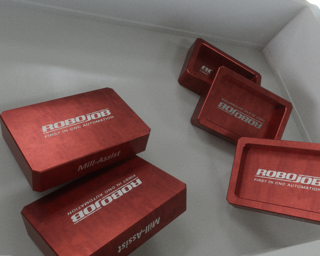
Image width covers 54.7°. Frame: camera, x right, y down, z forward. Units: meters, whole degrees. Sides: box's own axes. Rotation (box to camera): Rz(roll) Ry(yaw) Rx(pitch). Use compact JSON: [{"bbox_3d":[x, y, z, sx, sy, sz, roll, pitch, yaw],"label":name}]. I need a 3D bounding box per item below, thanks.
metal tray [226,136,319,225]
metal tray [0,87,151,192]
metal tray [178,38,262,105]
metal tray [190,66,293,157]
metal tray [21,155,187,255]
[{"bbox_3d":[0.155,0.062,0.377,0.030,0.130,0.090,42,59,-54],"label":"metal tray"},{"bbox_3d":[-0.088,0.005,0.333,0.131,0.030,0.090,-20,52,-36],"label":"metal tray"},{"bbox_3d":[0.101,-0.081,0.505,0.131,0.030,0.090,28,52,-11],"label":"metal tray"},{"bbox_3d":[0.121,-0.021,0.454,0.131,0.030,0.090,25,82,-13],"label":"metal tray"},{"bbox_3d":[-0.049,0.077,0.296,0.131,0.030,0.090,-26,37,-37],"label":"metal tray"}]
